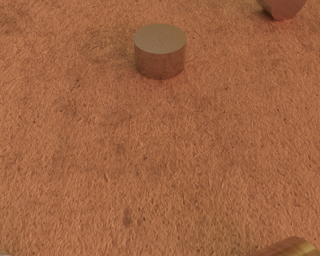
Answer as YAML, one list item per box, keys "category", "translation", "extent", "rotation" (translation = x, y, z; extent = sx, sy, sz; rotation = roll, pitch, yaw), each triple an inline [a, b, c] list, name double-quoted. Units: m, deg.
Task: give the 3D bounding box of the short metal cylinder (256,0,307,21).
- category: "short metal cylinder"
  translation: [0.230, -0.250, 0.579]
  extent: [0.081, 0.080, 0.050]
  rotation: [-17, 52, -14]

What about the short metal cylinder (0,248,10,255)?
- category: "short metal cylinder"
  translation: [-0.155, 0.147, 0.263]
  extent: [0.080, 0.050, 0.080]
  rotation: [0, 50, 0]

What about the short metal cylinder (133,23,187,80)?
- category: "short metal cylinder"
  translation: [0.000, -0.121, 0.488]
  extent: [0.080, 0.050, 0.080]
  rotation: [0, 50, 0]

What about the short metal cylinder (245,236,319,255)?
- category: "short metal cylinder"
  translation: [0.106, 0.137, 0.253]
  extent: [0.050, 0.080, 0.080]
  rotation: [-17, 52, -13]
